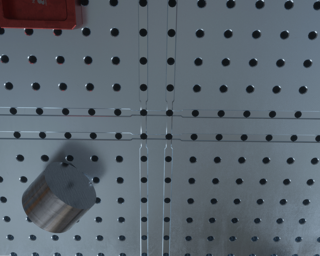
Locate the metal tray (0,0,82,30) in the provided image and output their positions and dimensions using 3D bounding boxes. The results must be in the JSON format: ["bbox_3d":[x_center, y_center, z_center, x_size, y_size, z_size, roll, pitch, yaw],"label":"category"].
[{"bbox_3d":[-0.139,-0.178,0.343,0.091,0.030,0.129,1,110,-1],"label":"metal tray"}]

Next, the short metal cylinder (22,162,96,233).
[{"bbox_3d":[-0.134,0.092,0.417,0.080,0.080,0.050,40,105,-14],"label":"short metal cylinder"}]
